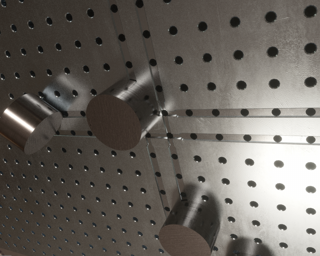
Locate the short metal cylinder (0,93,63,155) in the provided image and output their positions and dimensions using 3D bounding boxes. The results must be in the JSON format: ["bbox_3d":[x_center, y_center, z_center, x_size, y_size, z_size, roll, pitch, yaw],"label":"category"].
[{"bbox_3d":[-0.196,-0.006,0.473,0.050,0.080,0.079,35,129,4],"label":"short metal cylinder"}]

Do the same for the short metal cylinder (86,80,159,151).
[{"bbox_3d":[-0.049,-0.017,0.409,0.080,0.050,0.079,13,124,20],"label":"short metal cylinder"}]

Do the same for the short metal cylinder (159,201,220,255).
[{"bbox_3d":[0.045,0.158,0.468,0.080,0.050,0.079,13,124,20],"label":"short metal cylinder"}]

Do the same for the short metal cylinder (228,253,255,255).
[{"bbox_3d":[0.132,0.240,0.473,0.080,0.050,0.079,13,124,20],"label":"short metal cylinder"}]
